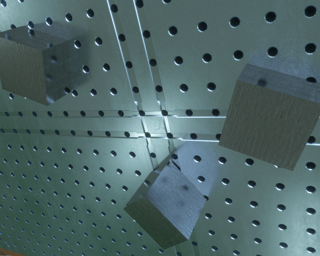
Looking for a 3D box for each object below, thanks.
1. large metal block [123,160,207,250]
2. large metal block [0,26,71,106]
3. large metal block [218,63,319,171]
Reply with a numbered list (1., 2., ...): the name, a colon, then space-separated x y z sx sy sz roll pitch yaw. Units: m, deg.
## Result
1. large metal block: 0.010 0.106 0.435 0.080 0.080 0.050 47 129 -5
2. large metal block: -0.175 -0.087 0.431 0.080 0.050 0.079 20 126 16
3. large metal block: 0.115 -0.013 0.326 0.080 0.050 0.079 20 126 16
